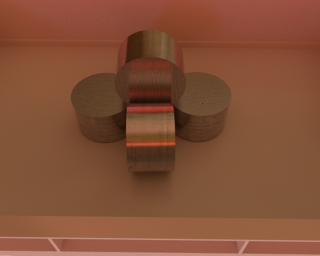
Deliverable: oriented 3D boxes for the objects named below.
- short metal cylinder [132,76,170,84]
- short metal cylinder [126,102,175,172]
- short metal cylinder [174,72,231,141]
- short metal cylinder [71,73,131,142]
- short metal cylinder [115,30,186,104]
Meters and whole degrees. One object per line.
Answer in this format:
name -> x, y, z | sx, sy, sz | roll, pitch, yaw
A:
short metal cylinder -> -0.013, -0.088, 0.441 | 0.050, 0.080, 0.080 | -1, 50, -2
short metal cylinder -> -0.010, 0.011, 0.358 | 0.050, 0.080, 0.080 | -1, 50, -2
short metal cylinder -> 0.050, -0.029, 0.411 | 0.080, 0.050, 0.080 | 0, 50, 0
short metal cylinder -> -0.071, -0.028, 0.409 | 0.080, 0.050, 0.080 | 0, 50, 0
short metal cylinder -> -0.011, -0.067, 0.366 | 0.081, 0.080, 0.050 | -1, 50, -1
